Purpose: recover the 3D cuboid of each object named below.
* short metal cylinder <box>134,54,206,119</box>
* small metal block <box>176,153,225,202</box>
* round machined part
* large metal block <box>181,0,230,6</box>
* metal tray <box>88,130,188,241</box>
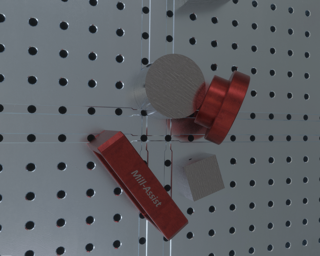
[{"bbox_3d":[0.012,-0.051,0.403,0.081,0.050,0.080,0,90,-20],"label":"short metal cylinder"},{"bbox_3d":[0.057,0.068,0.434,0.050,0.025,0.050,-19,97,-19],"label":"small metal block"},{"bbox_3d":[0.077,-0.030,0.407,0.042,0.098,0.098,23,82,5],"label":"round machined part"},{"bbox_3d":[0.068,-0.220,0.424,0.081,0.050,0.080,-14,95,-20],"label":"large metal block"},{"bbox_3d":[-0.029,0.063,0.367,0.030,0.090,0.130,-39,103,-16],"label":"metal tray"}]
